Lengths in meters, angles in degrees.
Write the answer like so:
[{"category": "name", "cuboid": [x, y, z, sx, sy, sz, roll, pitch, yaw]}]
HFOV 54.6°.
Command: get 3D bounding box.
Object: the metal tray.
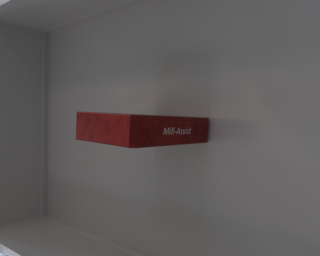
[{"category": "metal tray", "cuboid": [-0.016, 0.000, 0.352, 0.090, 0.131, 0.030, 5, 94, 40]}]
